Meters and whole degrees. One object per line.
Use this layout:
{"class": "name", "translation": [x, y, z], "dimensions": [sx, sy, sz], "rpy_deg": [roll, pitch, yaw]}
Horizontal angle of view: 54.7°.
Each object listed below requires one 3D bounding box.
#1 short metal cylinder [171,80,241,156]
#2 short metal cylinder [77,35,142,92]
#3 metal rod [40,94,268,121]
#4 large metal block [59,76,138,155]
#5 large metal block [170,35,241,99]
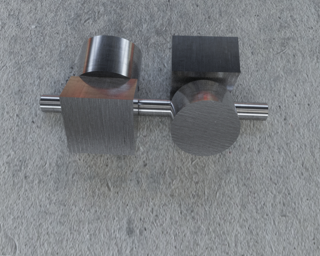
{"class": "short metal cylinder", "translation": [0.053, -0.012, 0.378], "dimensions": [0.080, 0.079, 0.050], "rpy_deg": [2, 35, 0]}
{"class": "short metal cylinder", "translation": [-0.065, -0.076, 0.407], "dimensions": [0.080, 0.080, 0.050], "rpy_deg": [3, 70, 1]}
{"class": "metal rod", "translation": [-0.008, -0.028, 0.421], "dimensions": [0.302, 0.025, 0.025], "rpy_deg": [2, 70, 0]}
{"class": "large metal block", "translation": [-0.069, -0.015, 0.378], "dimensions": [0.080, 0.079, 0.050], "rpy_deg": [3, 36, 0]}
{"class": "large metal block", "translation": [0.055, -0.076, 0.408], "dimensions": [0.080, 0.080, 0.050], "rpy_deg": [1, 70, 0]}
